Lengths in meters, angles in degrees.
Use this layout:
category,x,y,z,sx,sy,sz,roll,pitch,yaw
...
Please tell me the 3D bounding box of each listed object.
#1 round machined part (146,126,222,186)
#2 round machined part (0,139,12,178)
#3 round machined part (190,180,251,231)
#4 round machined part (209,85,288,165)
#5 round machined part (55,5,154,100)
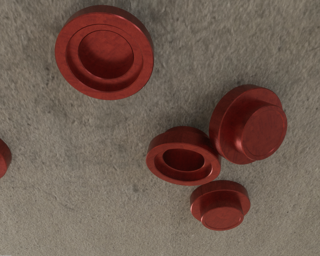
category,x,y,z,sx,sy,sz,roll,pitch,yaw
round machined part,0.033,0.034,0.417,0.099,0.042,0.097,7,140,6
round machined part,-0.266,0.046,0.431,0.099,0.042,0.097,-1,130,0
round machined part,0.100,0.133,0.512,0.099,0.042,0.097,-1,130,0
round machined part,0.111,0.000,0.369,0.099,0.042,0.097,-10,113,-24
round machined part,-0.055,-0.081,0.327,0.099,0.042,0.097,-1,130,0
